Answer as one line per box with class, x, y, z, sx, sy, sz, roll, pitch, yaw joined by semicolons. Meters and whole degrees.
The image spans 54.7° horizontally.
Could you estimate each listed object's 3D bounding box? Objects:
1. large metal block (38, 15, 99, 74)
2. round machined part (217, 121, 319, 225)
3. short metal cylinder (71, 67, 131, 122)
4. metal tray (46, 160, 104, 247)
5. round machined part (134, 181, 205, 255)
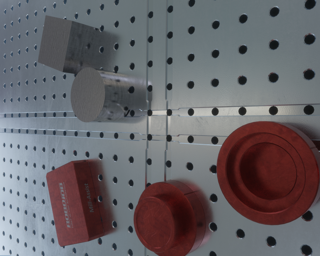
large metal block;-0.156;-0.139;0.522;0.080;0.050;0.079;24;105;37
round machined part;0.110;0.042;0.308;0.098;0.042;0.097;0;90;40
short metal cylinder;-0.090;-0.048;0.467;0.080;0.050;0.079;0;90;40
metal tray;-0.148;0.128;0.528;0.090;0.030;0.129;-25;74;37
round machined part;0.005;0.118;0.394;0.098;0.042;0.097;0;90;40
